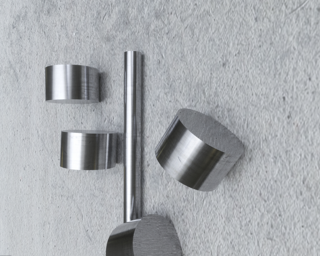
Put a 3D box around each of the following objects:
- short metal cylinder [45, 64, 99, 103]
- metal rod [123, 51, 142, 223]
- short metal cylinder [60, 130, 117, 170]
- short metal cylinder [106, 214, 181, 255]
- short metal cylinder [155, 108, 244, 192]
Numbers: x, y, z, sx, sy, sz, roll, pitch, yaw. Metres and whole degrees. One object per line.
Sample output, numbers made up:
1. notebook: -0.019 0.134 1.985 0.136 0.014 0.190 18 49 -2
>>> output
1. short metal cylinder: -0.136 -0.066 0.481 0.080 0.081 0.050 -1 90 40
2. metal rod: -0.039 0.044 0.437 0.025 0.025 0.298 0 90 40
3. short metal cylinder: -0.105 0.030 0.456 0.080 0.081 0.050 5 93 40
4. short metal cylinder: -0.019 0.153 0.385 0.050 0.081 0.080 -30 71 36
5. short metal cylinder: 0.042 0.022 0.335 0.080 0.081 0.050 45 117 31
